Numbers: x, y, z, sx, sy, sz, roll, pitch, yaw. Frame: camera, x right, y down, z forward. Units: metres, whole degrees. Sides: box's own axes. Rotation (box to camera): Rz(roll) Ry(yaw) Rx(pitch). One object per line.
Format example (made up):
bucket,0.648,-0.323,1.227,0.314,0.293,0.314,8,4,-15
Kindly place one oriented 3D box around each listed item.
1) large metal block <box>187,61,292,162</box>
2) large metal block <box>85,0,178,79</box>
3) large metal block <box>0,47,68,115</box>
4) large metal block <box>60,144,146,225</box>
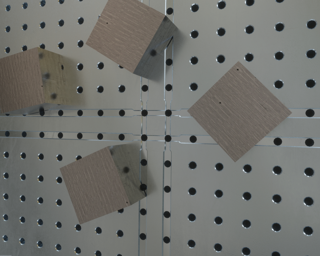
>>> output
large metal block,0.094,-0.018,0.366,0.080,0.050,0.080,-45,77,14
large metal block,-0.037,-0.123,0.411,0.080,0.050,0.080,34,101,16
large metal block,-0.193,-0.067,0.466,0.080,0.050,0.080,-11,87,19
large metal block,-0.078,0.075,0.425,0.080,0.050,0.080,-25,82,18
